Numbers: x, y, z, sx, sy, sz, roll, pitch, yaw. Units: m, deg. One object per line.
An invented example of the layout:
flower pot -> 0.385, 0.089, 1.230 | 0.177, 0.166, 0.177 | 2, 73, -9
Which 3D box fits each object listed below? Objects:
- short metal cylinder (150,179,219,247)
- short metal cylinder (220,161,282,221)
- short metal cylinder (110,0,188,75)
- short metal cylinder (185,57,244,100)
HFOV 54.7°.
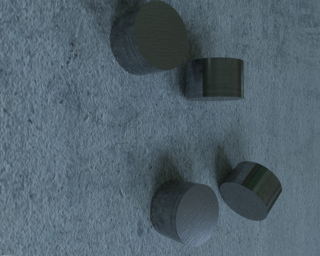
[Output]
short metal cylinder -> 0.034, 0.112, 0.417 | 0.081, 0.050, 0.080 | 0, 90, -40
short metal cylinder -> 0.142, 0.099, 0.488 | 0.050, 0.080, 0.080 | -43, 116, -31
short metal cylinder -> -0.013, -0.107, 0.377 | 0.081, 0.050, 0.080 | 0, 90, -40
short metal cylinder -> 0.076, -0.065, 0.432 | 0.081, 0.080, 0.050 | -1, 91, -40
